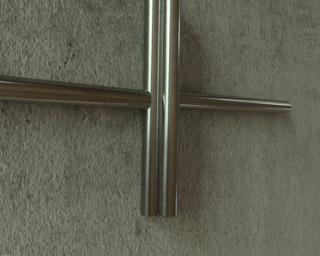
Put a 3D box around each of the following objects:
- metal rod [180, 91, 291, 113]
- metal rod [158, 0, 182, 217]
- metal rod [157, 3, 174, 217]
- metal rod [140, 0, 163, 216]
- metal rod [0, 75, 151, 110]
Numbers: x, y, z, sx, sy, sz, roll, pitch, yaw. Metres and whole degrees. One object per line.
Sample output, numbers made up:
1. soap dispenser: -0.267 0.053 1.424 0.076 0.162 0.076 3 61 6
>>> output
1. metal rod: 0.135 -0.040 0.522 0.302 0.025 0.025 -1 91 -40
2. metal rod: 0.013 -0.040 0.392 0.025 0.025 0.298 2 89 -40
3. metal rod: 0.009 -0.033 0.417 0.025 0.025 0.298 2 89 -40
4. metal rod: -0.010 -0.039 0.401 0.025 0.025 0.298 2 89 -40
5. metal rod: -0.134 -0.036 0.294 0.302 0.025 0.025 0 90 -40
